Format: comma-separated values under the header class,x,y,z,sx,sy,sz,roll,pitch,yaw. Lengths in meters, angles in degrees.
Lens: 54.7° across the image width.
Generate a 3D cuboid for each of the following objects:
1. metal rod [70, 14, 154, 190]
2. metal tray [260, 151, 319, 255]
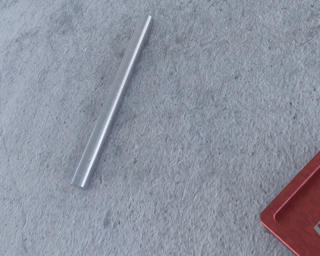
class,x,y,z,sx,sy,sz,roll,pitch,yaw
metal rod,-0.065,-0.053,0.468,0.025,0.025,0.300,4,63,30
metal tray,0.166,0.067,0.272,0.130,0.030,0.090,-45,51,-4
